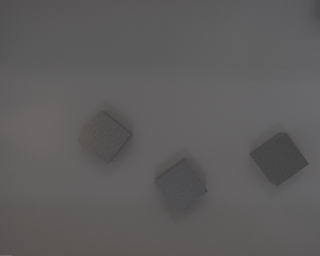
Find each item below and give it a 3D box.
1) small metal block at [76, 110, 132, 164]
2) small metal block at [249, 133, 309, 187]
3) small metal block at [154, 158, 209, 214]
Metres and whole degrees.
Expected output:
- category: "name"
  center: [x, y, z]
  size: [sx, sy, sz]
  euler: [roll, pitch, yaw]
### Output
- category: "small metal block"
  center: [-0.073, 0.012, 0.411]
  size: [0.050, 0.025, 0.050]
  euler: [38, 90, 0]
- category: "small metal block"
  center: [0.158, 0.041, 0.412]
  size: [0.050, 0.025, 0.050]
  euler: [-36, 90, 0]
- category: "small metal block"
  center: [0.028, 0.076, 0.411]
  size: [0.050, 0.025, 0.050]
  euler: [-36, 90, 0]
